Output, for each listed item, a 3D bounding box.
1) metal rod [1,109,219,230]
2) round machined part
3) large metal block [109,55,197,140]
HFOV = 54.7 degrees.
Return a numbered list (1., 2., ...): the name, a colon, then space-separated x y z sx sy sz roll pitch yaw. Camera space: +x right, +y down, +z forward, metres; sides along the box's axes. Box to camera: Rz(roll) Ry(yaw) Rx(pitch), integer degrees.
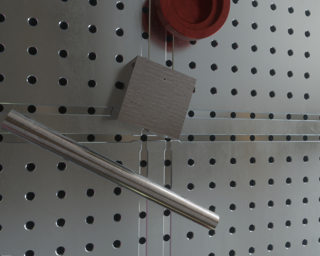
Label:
1. metal rod: -0.048 0.061 0.394 0.301 0.025 0.025 30 80 -18
2. round machined part: 0.040 -0.166 0.414 0.099 0.042 0.097 -2 98 -18
3. large metal block: -0.010 -0.036 0.396 0.081 0.050 0.080 19 84 -19
